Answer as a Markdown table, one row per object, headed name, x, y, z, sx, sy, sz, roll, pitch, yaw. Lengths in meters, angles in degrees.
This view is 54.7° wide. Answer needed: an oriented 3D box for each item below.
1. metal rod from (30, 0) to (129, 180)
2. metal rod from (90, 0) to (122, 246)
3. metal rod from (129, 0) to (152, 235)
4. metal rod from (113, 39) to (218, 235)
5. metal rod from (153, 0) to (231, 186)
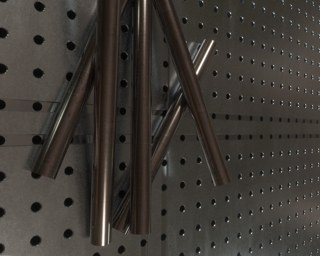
| name | x | y | z | sx | sy | sz | roll | pitch | yaw |
| --- | --- | --- | --- | --- | --- | --- | --- | --- | --- |
| metal rod | -0.072 | -0.089 | 0.350 | 0.025 | 0.025 | 0.299 | 30 | 71 | -36 |
| metal rod | -0.059 | -0.019 | 0.336 | 0.025 | 0.025 | 0.298 | -3 | 99 | -40 |
| metal rod | -0.022 | -0.028 | 0.373 | 0.025 | 0.025 | 0.298 | 6 | 81 | -40 |
| metal rod | 0.013 | -0.003 | 0.422 | 0.025 | 0.025 | 0.300 | 41 | 65 | -33 |
| metal rod | 0.038 | -0.066 | 0.414 | 0.025 | 0.025 | 0.298 | -23 | 96 | -38 |
